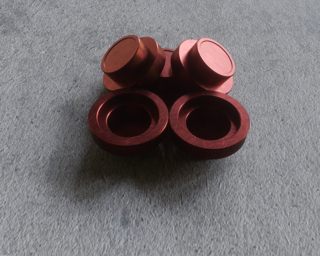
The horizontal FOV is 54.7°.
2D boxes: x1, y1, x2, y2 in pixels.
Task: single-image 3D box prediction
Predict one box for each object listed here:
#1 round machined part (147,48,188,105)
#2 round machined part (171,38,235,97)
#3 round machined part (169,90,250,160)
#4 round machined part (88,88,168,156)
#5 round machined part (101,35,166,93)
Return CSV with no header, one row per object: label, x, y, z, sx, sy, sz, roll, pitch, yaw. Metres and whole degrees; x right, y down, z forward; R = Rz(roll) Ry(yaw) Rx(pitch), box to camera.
round machined part,0.007,-0.082,0.462,0.099,0.042,0.098,0,50,0
round machined part,0.068,-0.089,0.441,0.099,0.042,0.098,19,52,-25
round machined part,0.060,0.000,0.394,0.099,0.042,0.098,0,50,0
round machined part,-0.039,-0.003,0.396,0.099,0.042,0.098,0,50,0
round machined part,-0.044,-0.093,0.440,0.098,0.042,0.098,-21,49,26
